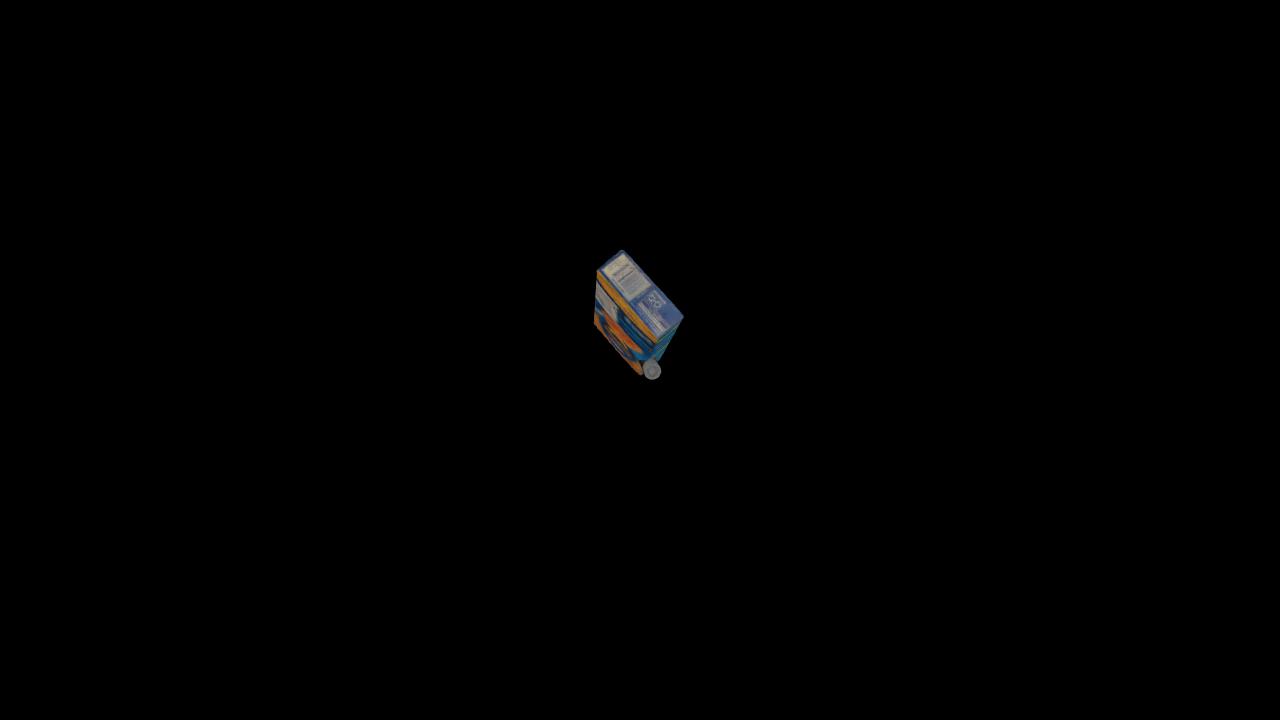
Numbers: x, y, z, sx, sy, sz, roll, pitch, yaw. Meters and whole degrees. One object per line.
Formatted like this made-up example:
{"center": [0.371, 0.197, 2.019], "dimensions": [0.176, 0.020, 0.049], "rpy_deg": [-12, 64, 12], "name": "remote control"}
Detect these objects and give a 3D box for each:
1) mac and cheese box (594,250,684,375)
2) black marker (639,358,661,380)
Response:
{"center": [-0.008, -0.044, 0.674], "dimensions": [0.041, 0.093, 0.184], "rpy_deg": [-41, -6, -12], "name": "mac and cheese box"}
{"center": [0.005, -0.007, 0.720], "dimensions": [0.020, 0.020, 0.121], "rpy_deg": [0, 19, -9], "name": "black marker"}
